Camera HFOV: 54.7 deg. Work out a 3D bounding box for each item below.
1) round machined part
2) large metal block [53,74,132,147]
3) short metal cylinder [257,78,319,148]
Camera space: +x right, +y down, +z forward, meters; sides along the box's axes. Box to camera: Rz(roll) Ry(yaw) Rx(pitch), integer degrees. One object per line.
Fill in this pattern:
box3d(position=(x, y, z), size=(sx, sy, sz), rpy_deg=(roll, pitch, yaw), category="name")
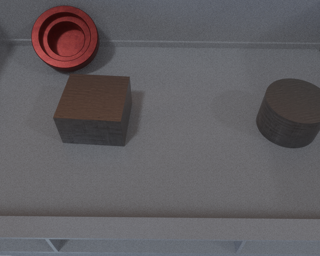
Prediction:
box3d(position=(-0.145, -0.136, 0.487), size=(0.099, 0.042, 0.097), rpy_deg=(0, 86, -5), category="round machined part")
box3d(position=(-0.083, -0.025, 0.408), size=(0.080, 0.050, 0.080), rpy_deg=(3, 50, 2), category="large metal block")
box3d(position=(0.174, -0.020, 0.408), size=(0.081, 0.050, 0.080), rpy_deg=(0, 50, 0), category="short metal cylinder")
